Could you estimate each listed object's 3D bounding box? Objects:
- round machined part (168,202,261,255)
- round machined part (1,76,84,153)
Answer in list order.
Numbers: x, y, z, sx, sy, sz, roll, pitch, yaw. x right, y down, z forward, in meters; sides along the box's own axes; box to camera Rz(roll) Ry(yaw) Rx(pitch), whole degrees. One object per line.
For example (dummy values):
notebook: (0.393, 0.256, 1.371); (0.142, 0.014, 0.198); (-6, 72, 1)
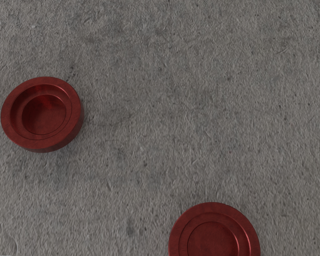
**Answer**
round machined part: (0.058, 0.135, 0.350); (0.099, 0.042, 0.098); (0, 70, 0)
round machined part: (-0.148, -0.014, 0.403); (0.099, 0.042, 0.098); (0, 70, 0)
